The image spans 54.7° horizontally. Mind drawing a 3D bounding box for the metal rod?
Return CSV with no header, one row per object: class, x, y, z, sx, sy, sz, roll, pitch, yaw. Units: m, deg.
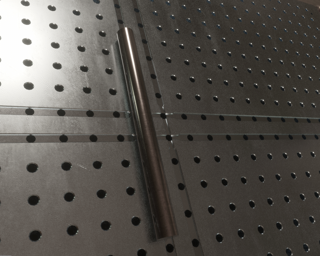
metal rod,-0.022,-0.011,0.404,0.025,0.025,0.299,1,61,-28
